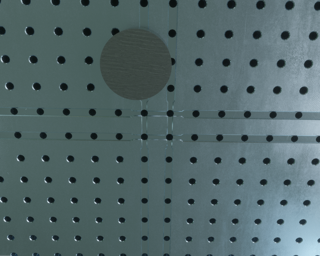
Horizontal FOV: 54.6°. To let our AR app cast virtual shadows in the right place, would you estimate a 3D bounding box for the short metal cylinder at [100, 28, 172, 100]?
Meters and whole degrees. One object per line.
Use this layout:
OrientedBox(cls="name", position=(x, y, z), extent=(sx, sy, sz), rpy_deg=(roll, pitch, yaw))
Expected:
OrientedBox(cls="short metal cylinder", position=(-0.027, -0.078, 0.371), extent=(0.080, 0.050, 0.079), rpy_deg=(0, 110, 0))
